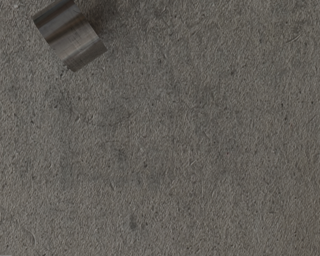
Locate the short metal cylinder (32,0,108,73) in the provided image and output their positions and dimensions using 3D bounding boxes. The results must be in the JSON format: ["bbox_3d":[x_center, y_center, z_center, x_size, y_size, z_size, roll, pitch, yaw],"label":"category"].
[{"bbox_3d":[-0.109,-0.116,0.381,0.050,0.080,0.080,-35,90,0],"label":"short metal cylinder"}]
